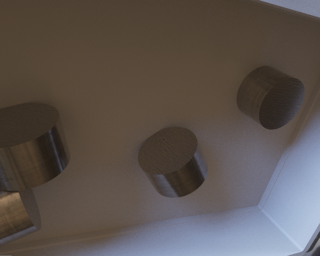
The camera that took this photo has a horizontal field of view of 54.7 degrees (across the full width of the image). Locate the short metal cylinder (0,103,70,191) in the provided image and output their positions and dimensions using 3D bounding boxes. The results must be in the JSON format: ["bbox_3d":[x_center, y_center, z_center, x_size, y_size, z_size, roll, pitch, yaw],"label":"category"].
[{"bbox_3d":[-0.136,0.016,0.309,0.081,0.080,0.050,-17,125,-19],"label":"short metal cylinder"}]

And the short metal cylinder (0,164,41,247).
[{"bbox_3d":[-0.168,0.082,0.332,0.050,0.080,0.080,-21,127,-16],"label":"short metal cylinder"}]

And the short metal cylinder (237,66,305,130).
[{"bbox_3d":[0.161,-0.044,0.452,0.081,0.050,0.079,-14,124,-21],"label":"short metal cylinder"}]

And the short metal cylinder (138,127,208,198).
[{"bbox_3d":[0.018,0.044,0.410,0.080,0.080,0.050,-33,129,-7],"label":"short metal cylinder"}]
